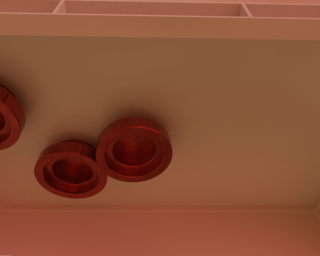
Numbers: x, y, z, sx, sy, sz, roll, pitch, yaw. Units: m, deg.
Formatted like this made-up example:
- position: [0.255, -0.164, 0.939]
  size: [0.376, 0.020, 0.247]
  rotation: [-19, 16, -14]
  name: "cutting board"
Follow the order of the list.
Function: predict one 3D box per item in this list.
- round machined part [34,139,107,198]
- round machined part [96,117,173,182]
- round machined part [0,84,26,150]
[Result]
- position: [-0.123, 0.054, 0.443]
  size: [0.099, 0.042, 0.097]
  rotation: [0, 131, 0]
  name: "round machined part"
- position: [-0.034, 0.024, 0.414]
  size: [0.099, 0.042, 0.097]
  rotation: [-4, 128, -4]
  name: "round machined part"
- position: [-0.215, -0.021, 0.377]
  size: [0.099, 0.042, 0.097]
  rotation: [-1, 130, 0]
  name: "round machined part"
